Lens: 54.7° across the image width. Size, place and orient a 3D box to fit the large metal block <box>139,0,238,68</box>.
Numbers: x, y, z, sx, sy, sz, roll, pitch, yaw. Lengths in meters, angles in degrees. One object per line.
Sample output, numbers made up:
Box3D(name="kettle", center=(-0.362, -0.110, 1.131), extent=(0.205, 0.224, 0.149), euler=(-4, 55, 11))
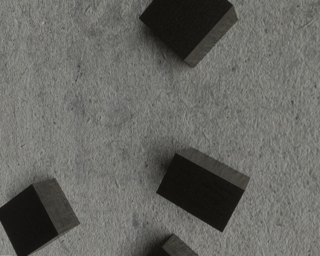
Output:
Box3D(name="large metal block", center=(0.036, -0.135, 0.383), extent=(0.080, 0.050, 0.080), euler=(46, 104, 14))

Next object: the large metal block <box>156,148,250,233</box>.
Box3D(name="large metal block", center=(0.054, 0.066, 0.361), extent=(0.080, 0.080, 0.050), euler=(28, 99, 18))

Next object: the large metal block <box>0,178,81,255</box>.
Box3D(name="large metal block", center=(-0.180, 0.133, 0.459), extent=(0.080, 0.050, 0.080), euler=(-36, 79, 16))

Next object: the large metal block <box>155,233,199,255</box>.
Box3D(name="large metal block", center=(0.018, 0.197, 0.389), extent=(0.080, 0.050, 0.080), euler=(39, 102, 16))
